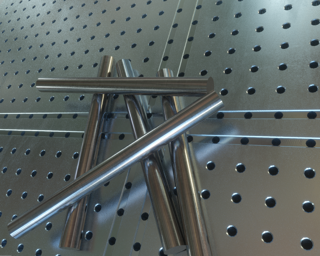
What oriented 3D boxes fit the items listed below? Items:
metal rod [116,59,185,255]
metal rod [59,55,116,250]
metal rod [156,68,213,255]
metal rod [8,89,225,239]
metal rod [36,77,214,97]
[{"bbox_3d":[-0.021,0.012,0.410,0.025,0.025,0.299,-27,52,11],"label":"metal rod"},{"bbox_3d":[-0.098,0.016,0.447,0.025,0.025,0.299,-9,58,23],"label":"metal rod"},{"bbox_3d":[0.027,0.044,0.366,0.025,0.025,0.299,-20,54,16],"label":"metal rod"},{"bbox_3d":[-0.057,0.047,0.375,0.300,0.025,0.025,-33,52,6],"label":"metal rod"},{"bbox_3d":[-0.069,-0.061,0.448,0.300,0.025,0.025,5,64,30],"label":"metal rod"}]
